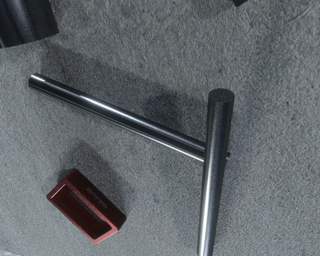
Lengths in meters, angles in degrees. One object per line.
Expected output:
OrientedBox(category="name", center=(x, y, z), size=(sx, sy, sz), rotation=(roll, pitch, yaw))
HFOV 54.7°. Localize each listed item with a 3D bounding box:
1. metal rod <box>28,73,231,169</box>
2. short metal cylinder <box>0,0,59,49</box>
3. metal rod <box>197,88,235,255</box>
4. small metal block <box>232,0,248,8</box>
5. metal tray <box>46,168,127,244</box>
OrientedBox(category="metal rod", center=(-0.051, -0.013, 0.423), size=(0.301, 0.025, 0.025), rotation=(23, 127, 14))
OrientedBox(category="short metal cylinder", center=(-0.171, -0.133, 0.377), size=(0.080, 0.080, 0.050), rotation=(2, 119, 27))
OrientedBox(category="metal rod", center=(0.065, 0.083, 0.395), size=(0.025, 0.025, 0.298), rotation=(14, 133, 20))
OrientedBox(category="small metal block", center=(0.080, -0.145, 0.274), size=(0.050, 0.025, 0.050), rotation=(-25, 105, 36))
OrientedBox(category="metal tray", center=(-0.134, 0.144, 0.560), size=(0.130, 0.030, 0.090), rotation=(45, 129, -4))
